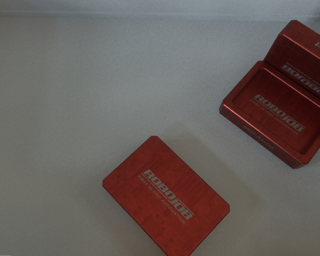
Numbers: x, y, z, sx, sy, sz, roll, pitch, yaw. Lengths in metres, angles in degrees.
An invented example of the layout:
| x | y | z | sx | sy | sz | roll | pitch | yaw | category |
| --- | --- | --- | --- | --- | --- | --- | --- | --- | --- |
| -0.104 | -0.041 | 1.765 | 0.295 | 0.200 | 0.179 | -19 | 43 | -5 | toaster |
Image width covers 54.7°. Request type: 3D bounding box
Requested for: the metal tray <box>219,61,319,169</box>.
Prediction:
| x | y | z | sx | sy | sz | roll | pitch | yaw | category |
| --- | --- | --- | --- | --- | --- | --- | --- | --- | --- |
| 0.158 | -0.020 | 0.416 | 0.130 | 0.030 | 0.090 | 39 | 74 | 13 | metal tray |

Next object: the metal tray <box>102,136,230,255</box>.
| x | y | z | sx | sy | sz | roll | pitch | yaw | category |
| --- | --- | --- | --- | --- | --- | --- | --- | --- | --- |
| 0.006 | 0.084 | 0.376 | 0.090 | 0.030 | 0.130 | -43 | 76 | -14 | metal tray |

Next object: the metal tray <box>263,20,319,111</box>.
| x | y | z | sx | sy | sz | roll | pitch | yaw | category |
| --- | --- | --- | --- | --- | --- | --- | --- | --- | --- |
| 0.202 | -0.070 | 0.403 | 0.130 | 0.090 | 0.030 | 39 | 74 | 12 | metal tray |
